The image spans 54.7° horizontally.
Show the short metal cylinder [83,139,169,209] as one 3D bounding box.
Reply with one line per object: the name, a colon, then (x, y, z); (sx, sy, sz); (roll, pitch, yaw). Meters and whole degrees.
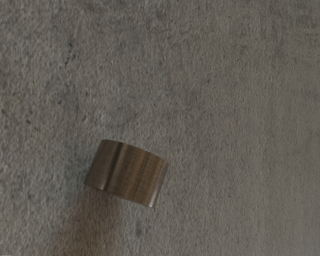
short metal cylinder: (-0.036, 0.051, 0.340); (0.080, 0.080, 0.050); (31, 71, -36)
